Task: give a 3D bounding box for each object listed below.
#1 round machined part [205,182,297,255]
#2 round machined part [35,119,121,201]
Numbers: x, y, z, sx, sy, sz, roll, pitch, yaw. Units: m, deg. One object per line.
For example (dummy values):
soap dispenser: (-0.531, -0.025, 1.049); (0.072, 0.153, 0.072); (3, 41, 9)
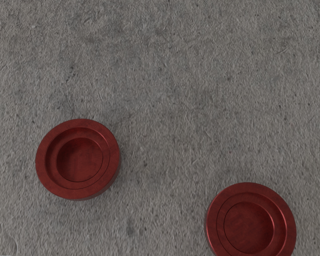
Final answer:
round machined part: (0.100, 0.115, 0.358); (0.099, 0.042, 0.098); (0, 70, 0)
round machined part: (-0.097, 0.041, 0.383); (0.099, 0.042, 0.098); (0, 70, 0)
